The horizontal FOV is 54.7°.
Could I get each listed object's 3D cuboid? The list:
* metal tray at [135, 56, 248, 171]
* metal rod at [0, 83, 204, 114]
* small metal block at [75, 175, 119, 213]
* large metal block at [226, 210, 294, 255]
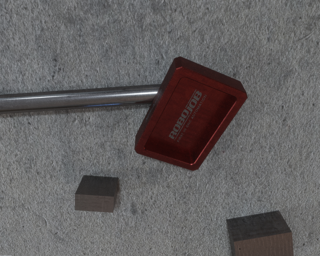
[{"bbox_3d":[0.033,-0.012,0.382,0.091,0.030,0.129,19,122,-15],"label":"metal tray"},{"bbox_3d":[-0.096,-0.037,0.394,0.302,0.025,0.025,-4,110,1],"label":"metal rod"},{"bbox_3d":[-0.086,0.090,0.429,0.050,0.050,0.025,5,110,-2],"label":"small metal block"},{"bbox_3d":[0.150,0.178,0.464,0.080,0.050,0.079,-11,110,3],"label":"large metal block"}]
